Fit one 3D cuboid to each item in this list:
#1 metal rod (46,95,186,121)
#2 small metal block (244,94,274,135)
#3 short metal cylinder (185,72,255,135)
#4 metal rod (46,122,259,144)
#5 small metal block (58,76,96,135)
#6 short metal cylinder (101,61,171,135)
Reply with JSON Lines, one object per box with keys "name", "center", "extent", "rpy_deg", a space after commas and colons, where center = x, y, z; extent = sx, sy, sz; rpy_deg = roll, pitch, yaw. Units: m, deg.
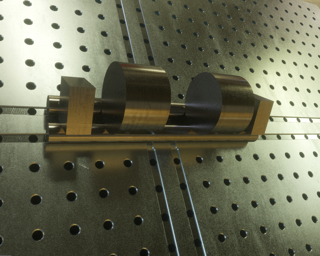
{"name": "metal rod", "center": [0.005, -0.023, 0.425], "extent": [0.303, 0.025, 0.025], "rpy_deg": [1, 62, -28]}
{"name": "small metal block", "center": [0.130, -0.022, 0.446], "extent": [0.025, 0.050, 0.050], "rpy_deg": [0, 21, -28]}
{"name": "short metal cylinder", "center": [0.075, -0.031, 0.404], "extent": [0.050, 0.080, 0.080], "rpy_deg": [1, 62, -28]}
{"name": "metal rod", "center": [0.010, 0.007, 0.409], "extent": [0.303, 0.025, 0.025], "rpy_deg": [1, 62, -28]}
{"name": "small metal block", "center": [-0.090, -0.025, 0.330], "extent": [0.025, 0.050, 0.050], "rpy_deg": [1, 20, -28]}
{"name": "short metal cylinder", "center": [-0.029, -0.032, 0.348], "extent": [0.050, 0.080, 0.080], "rpy_deg": [1, 62, -28]}
